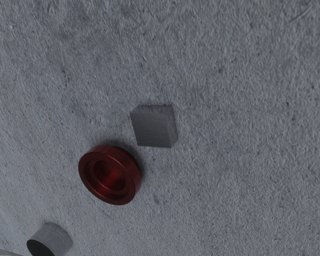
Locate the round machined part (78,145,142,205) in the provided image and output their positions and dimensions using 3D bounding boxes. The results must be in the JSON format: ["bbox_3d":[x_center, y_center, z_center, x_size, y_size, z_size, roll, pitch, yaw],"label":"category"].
[{"bbox_3d":[-0.072,0.067,0.473,0.098,0.042,0.097,13,124,20],"label":"round machined part"}]

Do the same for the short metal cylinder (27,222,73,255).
[{"bbox_3d":[-0.237,0.251,0.668,0.080,0.050,0.079,13,124,20],"label":"short metal cylinder"}]

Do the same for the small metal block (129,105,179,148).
[{"bbox_3d":[-0.007,-0.003,0.408,0.050,0.025,0.050,2,120,26],"label":"small metal block"}]
